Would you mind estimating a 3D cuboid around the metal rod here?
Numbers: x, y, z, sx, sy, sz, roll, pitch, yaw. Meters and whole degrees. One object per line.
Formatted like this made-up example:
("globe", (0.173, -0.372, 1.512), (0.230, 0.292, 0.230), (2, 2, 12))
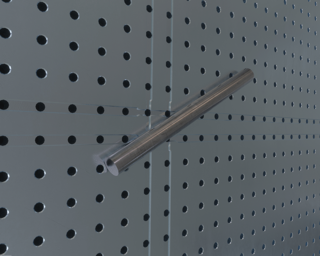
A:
("metal rod", (0.047, -0.023, 0.447), (0.302, 0.025, 0.025), (-33, 111, -35))
